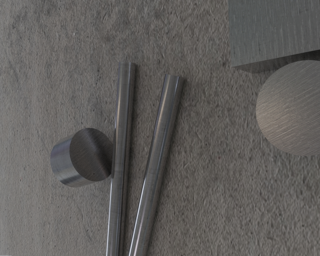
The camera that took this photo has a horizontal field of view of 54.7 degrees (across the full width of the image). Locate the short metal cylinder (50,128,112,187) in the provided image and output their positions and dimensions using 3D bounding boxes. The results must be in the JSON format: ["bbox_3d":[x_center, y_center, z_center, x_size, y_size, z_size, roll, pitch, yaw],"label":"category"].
[{"bbox_3d":[-0.114,0.045,0.463,0.050,0.081,0.080,-22,76,38],"label":"short metal cylinder"}]

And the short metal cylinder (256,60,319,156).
[{"bbox_3d":[0.135,-0.017,0.277,0.080,0.050,0.079,0,90,40],"label":"short metal cylinder"}]

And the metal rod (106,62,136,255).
[{"bbox_3d":[-0.058,0.055,0.452,0.025,0.025,0.298,7,95,40],"label":"metal rod"}]

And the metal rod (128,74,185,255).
[{"bbox_3d":[-0.011,0.078,0.414,0.025,0.025,0.298,19,102,38],"label":"metal rod"}]

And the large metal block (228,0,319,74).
[{"bbox_3d":[0.114,-0.101,0.294,0.080,0.050,0.080,-4,87,40],"label":"large metal block"}]
